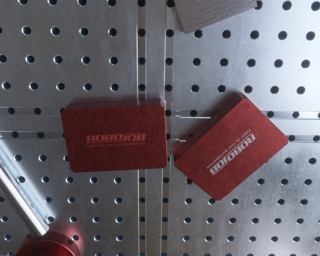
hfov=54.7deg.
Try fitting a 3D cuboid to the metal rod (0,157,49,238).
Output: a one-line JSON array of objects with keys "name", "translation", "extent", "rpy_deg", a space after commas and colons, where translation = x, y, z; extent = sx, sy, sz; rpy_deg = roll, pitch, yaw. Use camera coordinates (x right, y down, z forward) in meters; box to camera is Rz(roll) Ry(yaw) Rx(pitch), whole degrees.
[{"name": "metal rod", "translation": [-0.241, 0.030, 0.420], "extent": [0.025, 0.025, 0.299], "rpy_deg": [-23, 109, 8]}]

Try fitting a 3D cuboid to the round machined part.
[{"name": "round machined part", "translation": [-0.177, 0.214, 0.481], "extent": [0.099, 0.042, 0.097], "rpy_deg": [0, 110, -1]}]

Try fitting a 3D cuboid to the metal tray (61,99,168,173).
[{"name": "metal tray", "translation": [-0.057, 0.011, 0.414], "extent": [0.131, 0.030, 0.089], "rpy_deg": [-3, 110, 0]}]

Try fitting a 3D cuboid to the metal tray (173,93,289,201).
[{"name": "metal tray", "translation": [0.094, 0.028, 0.422], "extent": [0.090, 0.030, 0.130], "rpy_deg": [41, 105, -14]}]

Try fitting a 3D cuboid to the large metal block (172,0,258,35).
[{"name": "large metal block", "translation": [0.051, -0.159, 0.342], "extent": [0.080, 0.050, 0.080], "rpy_deg": [-20, 109, 7]}]
